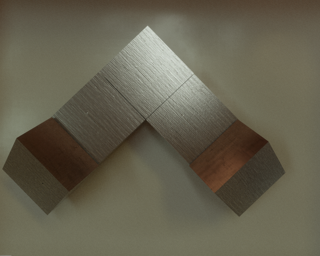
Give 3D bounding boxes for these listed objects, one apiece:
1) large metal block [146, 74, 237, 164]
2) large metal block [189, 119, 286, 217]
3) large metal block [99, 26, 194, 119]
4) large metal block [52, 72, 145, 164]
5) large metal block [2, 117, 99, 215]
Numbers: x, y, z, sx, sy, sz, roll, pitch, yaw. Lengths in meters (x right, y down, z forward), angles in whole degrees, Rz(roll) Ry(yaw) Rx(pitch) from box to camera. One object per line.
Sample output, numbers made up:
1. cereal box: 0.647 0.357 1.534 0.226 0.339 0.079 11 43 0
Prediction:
1. large metal block: 0.040 -0.009 0.397 0.080 0.050 0.080 -44 90 0
2. large metal block: 0.096 0.050 0.377 0.080 0.050 0.080 -44 134 0
3. large metal block: -0.016 -0.067 0.397 0.080 0.050 0.080 -44 90 0
4. large metal block: -0.074 -0.011 0.396 0.080 0.050 0.080 -44 90 0
5. large metal block: -0.134 0.048 0.374 0.080 0.050 0.080 46 133 0
